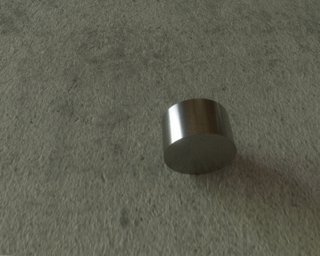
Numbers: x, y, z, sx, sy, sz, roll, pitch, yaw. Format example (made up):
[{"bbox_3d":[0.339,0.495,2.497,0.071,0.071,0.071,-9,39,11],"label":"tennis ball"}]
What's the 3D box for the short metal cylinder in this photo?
[{"bbox_3d":[0.043,0.012,0.358,0.081,0.080,0.050,-2,50,-2],"label":"short metal cylinder"}]
